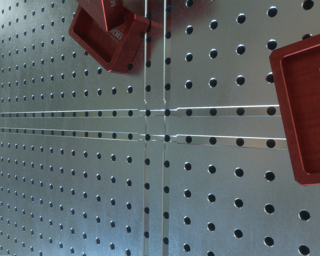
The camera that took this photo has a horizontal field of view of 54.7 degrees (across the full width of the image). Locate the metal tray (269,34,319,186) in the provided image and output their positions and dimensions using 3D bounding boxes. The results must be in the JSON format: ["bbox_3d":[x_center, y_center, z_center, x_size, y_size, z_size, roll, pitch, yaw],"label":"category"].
[{"bbox_3d":[0.158,-0.019,0.275,0.090,0.030,0.129,-15,81,38],"label":"metal tray"}]

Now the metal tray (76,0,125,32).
[{"bbox_3d":[-0.087,-0.198,0.391,0.090,0.030,0.129,49,161,19],"label":"metal tray"}]

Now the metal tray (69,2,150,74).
[{"bbox_3d":[-0.082,-0.152,0.471,0.130,0.030,0.089,44,116,30],"label":"metal tray"}]
